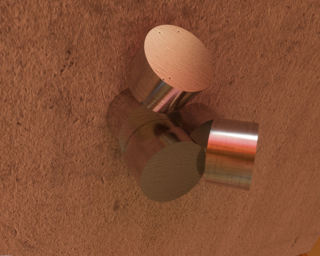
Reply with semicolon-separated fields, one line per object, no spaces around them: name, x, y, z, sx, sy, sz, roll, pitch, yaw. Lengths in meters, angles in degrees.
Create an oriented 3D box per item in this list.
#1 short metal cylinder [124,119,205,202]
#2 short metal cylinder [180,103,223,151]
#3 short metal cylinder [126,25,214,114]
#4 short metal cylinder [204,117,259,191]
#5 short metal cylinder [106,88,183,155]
short metal cylinder;0.005;0.037;0.354;0.081;0.050;0.079;-14;125;-21
short metal cylinder;0.055;0.011;0.430;0.081;0.050;0.079;-14;125;-21
short metal cylinder;0.010;-0.062;0.333;0.081;0.080;0.050;0;157;-29
short metal cylinder;0.085;0.030;0.366;0.050;0.080;0.079;8;124;16
short metal cylinder;-0.020;-0.006;0.379;0.081;0.050;0.079;-14;125;-21
